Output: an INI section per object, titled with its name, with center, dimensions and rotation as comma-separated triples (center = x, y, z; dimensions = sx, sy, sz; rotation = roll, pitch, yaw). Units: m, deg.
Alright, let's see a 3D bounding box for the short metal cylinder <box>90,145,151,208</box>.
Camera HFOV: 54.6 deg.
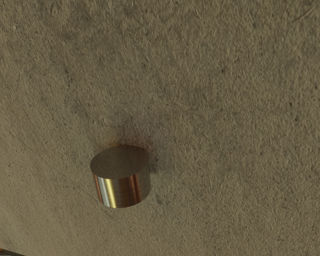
[short metal cylinder]
center = -0.055, 0.067, 0.442
dimensions = 0.080, 0.080, 0.050
rotation = 9, 122, 23
